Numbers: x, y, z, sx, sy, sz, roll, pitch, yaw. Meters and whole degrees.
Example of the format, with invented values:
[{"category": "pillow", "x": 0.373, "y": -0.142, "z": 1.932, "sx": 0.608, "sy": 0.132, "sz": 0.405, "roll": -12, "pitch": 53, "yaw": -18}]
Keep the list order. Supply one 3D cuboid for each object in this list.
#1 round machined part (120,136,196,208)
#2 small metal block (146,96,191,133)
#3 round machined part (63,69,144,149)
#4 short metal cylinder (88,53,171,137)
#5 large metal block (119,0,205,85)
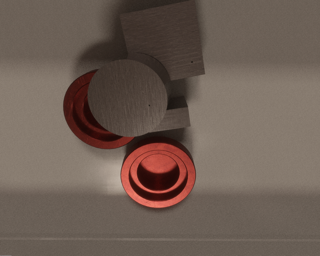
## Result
[{"category": "round machined part", "x": -0.002, "y": 0.056, "z": 0.423, "sx": 0.099, "sy": 0.042, "sz": 0.097, "roll": 0, "pitch": 110, "yaw": -1}, {"category": "small metal block", "x": 0.010, "y": -0.018, "z": 0.391, "sx": 0.050, "sy": 0.050, "sz": 0.025, "roll": -8, "pitch": 111, "yaw": 2}, {"category": "round machined part", "x": -0.065, "y": -0.026, "z": 0.388, "sx": 0.099, "sy": 0.042, "sz": 0.097, "roll": 2, "pitch": 111, "yaw": 6}, {"category": "short metal cylinder", "x": -0.030, "y": -0.037, "z": 0.330, "sx": 0.080, "sy": 0.050, "sz": 0.079, "roll": 2, "pitch": 111, "yaw": 6}, {"category": "large metal block", "x": 0.004, "y": -0.099, "z": 0.362, "sx": 0.080, "sy": 0.050, "sz": 0.079, "roll": -10, "pitch": 110, "yaw": 3}]
